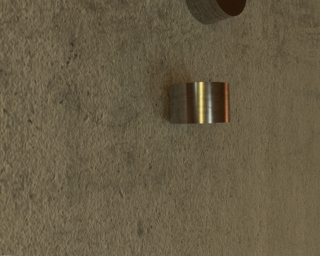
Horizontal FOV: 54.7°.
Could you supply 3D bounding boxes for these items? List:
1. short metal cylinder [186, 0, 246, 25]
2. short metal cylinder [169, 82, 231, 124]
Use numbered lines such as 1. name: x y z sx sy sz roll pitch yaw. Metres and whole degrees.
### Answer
1. short metal cylinder: 0.083 -0.199 0.457 0.081 0.050 0.080 0 90 -40
2. short metal cylinder: 0.053 -0.032 0.413 0.081 0.080 0.050 -3 92 -40
